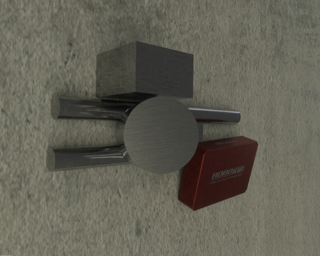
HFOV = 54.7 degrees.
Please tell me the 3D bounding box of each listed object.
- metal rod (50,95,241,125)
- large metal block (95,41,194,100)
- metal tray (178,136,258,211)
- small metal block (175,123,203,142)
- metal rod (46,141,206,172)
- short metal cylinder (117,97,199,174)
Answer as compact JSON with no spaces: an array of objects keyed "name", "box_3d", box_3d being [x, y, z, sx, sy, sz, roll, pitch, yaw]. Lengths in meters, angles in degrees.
[{"name":"metal rod","box_3d":[0.008,-0.019,0.415,0.302,0.025,0.025,1,90,-40]},{"name":"large metal block","box_3d":[-0.019,-0.060,0.357,0.081,0.080,0.050,1,90,-40]},{"name":"metal tray","box_3d":[0.090,0.063,0.463,0.131,0.030,0.089,-5,111,-41]},{"name":"small metal block","box_3d":[0.021,0.005,0.409,0.050,0.050,0.025,1,90,-40]},{"name":"metal rod","box_3d":[0.004,0.032,0.412,0.302,0.025,0.025,0,90,-40]},{"name":"short metal cylinder","box_3d":[-0.004,0.008,0.342,0.081,0.050,0.080,0,88,-16]}]
